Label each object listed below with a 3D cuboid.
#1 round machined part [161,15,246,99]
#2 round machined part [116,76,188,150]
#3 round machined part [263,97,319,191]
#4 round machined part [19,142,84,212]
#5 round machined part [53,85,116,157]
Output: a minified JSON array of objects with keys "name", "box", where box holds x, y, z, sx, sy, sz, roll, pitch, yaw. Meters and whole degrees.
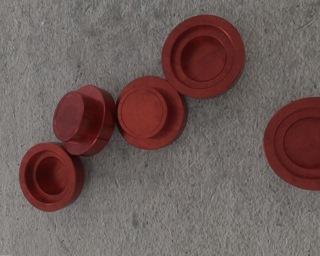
[{"name":"round machined part","box":[0.055,-0.083,0.380,0.098,0.042,0.097,0,90,20]},{"name":"round machined part","box":[-0.016,-0.020,0.406,0.098,0.042,0.097,0,90,20]},{"name":"round machined part","box":[0.166,0.016,0.341,0.098,0.042,0.097,0,90,20]},{"name":"round machined part","box":[-0.152,0.069,0.454,0.098,0.042,0.097,0,90,20]},{"name":"round machined part","box":[-0.108,-0.012,0.419,0.098,0.042,0.098,-13,70,38]}]
